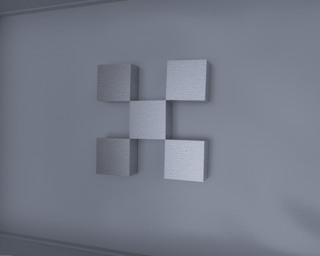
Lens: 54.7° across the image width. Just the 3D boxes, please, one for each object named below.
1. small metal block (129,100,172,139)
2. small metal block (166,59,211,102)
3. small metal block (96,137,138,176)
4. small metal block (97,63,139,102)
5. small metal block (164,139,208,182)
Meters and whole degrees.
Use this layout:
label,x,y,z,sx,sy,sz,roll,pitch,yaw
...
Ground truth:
label,x,y,z,sx,sy,sz,roll,pitch,yaw
small metal block,-0.012,-0.011,0.412,0.050,0.025,0.050,1,90,20
small metal block,0.036,-0.059,0.395,0.050,0.025,0.050,3,91,20
small metal block,-0.060,0.039,0.429,0.050,0.025,0.050,1,90,20
small metal block,-0.058,-0.061,0.429,0.050,0.025,0.050,2,91,20
small metal block,0.034,0.040,0.396,0.050,0.025,0.050,1,91,20
